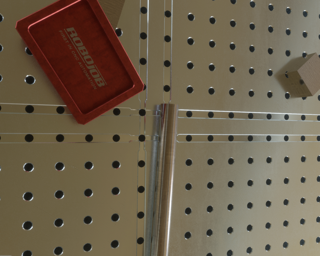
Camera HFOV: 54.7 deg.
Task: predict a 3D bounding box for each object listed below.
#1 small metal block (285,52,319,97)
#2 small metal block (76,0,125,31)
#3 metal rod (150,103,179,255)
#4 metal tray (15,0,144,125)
[{"bbox_3d":[0.242,-0.086,0.504,0.050,0.025,0.050,-41,103,-16],"label":"small metal block"},{"bbox_3d":[-0.075,-0.149,0.385,0.050,0.025,0.050,18,84,-20],"label":"small metal block"},{"bbox_3d":[0.003,0.117,0.414,0.025,0.025,0.298,5,89,-20],"label":"metal rod"},{"bbox_3d":[-0.089,-0.081,0.361,0.090,0.030,0.130,-32,109,-8],"label":"metal tray"}]
